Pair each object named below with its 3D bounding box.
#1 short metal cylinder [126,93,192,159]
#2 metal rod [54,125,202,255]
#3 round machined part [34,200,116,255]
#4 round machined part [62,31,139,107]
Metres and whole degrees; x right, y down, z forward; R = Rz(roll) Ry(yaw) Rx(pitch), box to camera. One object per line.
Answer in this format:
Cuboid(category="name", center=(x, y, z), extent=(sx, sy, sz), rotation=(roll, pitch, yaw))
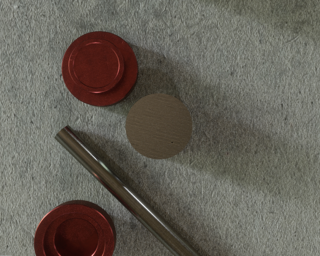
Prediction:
Cuboid(category="short metal cylinder", center=(-0.001, -0.002, 0.397), extent=(0.081, 0.050, 0.079), rotation=(0, 90, 0))
Cuboid(category="metal rod", center=(-0.023, 0.110, 0.409), extent=(0.300, 0.025, 0.025), rotation=(45, 90, 0))
Cuboid(category="round machined part", center=(-0.106, 0.141, 0.401), extent=(0.099, 0.042, 0.097), rotation=(0, 90, 0))
Cuboid(category="round machined part", center=(-0.078, -0.077, 0.401), extent=(0.099, 0.042, 0.097), rotation=(0, 90, 0))
